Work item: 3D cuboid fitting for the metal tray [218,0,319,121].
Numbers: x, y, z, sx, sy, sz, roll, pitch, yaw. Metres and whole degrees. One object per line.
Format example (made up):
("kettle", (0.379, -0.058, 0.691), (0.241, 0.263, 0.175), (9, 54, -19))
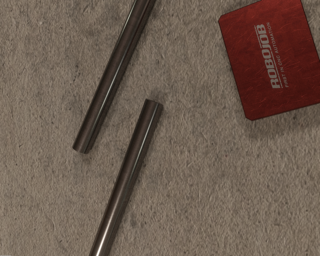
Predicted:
("metal tray", (0.130, -0.081, 0.361), (0.090, 0.030, 0.129), (-16, 85, 18))

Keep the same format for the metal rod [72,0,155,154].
("metal rod", (-0.053, -0.102, 0.426), (0.025, 0.025, 0.298), (28, 99, 17))

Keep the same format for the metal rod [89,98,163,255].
("metal rod", (-0.059, 0.104, 0.428), (0.025, 0.025, 0.298), (23, 97, 18))
